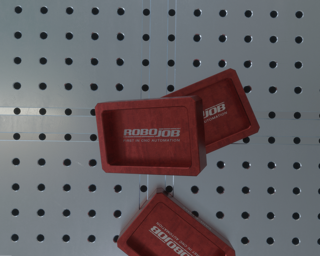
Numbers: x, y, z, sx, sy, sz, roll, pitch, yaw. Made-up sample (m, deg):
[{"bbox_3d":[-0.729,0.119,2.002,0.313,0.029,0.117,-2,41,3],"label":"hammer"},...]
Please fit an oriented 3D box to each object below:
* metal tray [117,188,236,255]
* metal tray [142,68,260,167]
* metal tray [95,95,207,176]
[{"bbox_3d":[0.021,0.155,0.411,0.130,0.030,0.090,39,90,0],"label":"metal tray"},{"bbox_3d":[0.052,-0.012,0.411,0.130,0.030,0.090,-23,90,0],"label":"metal tray"},{"bbox_3d":[-0.012,0.010,0.379,0.130,0.030,0.089,-2,99,23],"label":"metal tray"}]
